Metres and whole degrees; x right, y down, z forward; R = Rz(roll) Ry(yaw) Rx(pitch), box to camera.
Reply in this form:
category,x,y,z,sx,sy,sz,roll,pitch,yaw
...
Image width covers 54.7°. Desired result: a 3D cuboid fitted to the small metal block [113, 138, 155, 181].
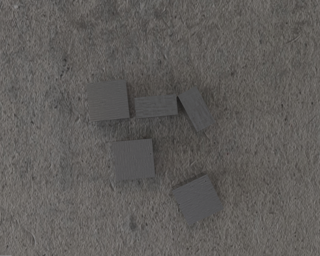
category,x,y,z,sx,sy,sz,roll,pitch,yaw
small metal block,-0.033,0.040,0.410,0.050,0.025,0.050,-5,90,0

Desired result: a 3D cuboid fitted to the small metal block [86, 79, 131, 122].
category,x,y,z,sx,sy,sz,roll,pitch,yaw
small metal block,-0.067,-0.035,0.409,0.050,0.025,0.050,-6,90,0

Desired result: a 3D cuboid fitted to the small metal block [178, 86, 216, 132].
category,x,y,z,sx,sy,sz,roll,pitch,yaw
small metal block,0.044,-0.023,0.398,0.025,0.050,0.050,-28,90,0

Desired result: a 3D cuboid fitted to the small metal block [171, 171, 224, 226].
category,x,y,z,sx,sy,sz,roll,pitch,yaw
small metal block,0.049,0.092,0.410,0.050,0.025,0.050,-26,90,0

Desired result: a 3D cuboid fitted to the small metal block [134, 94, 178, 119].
category,x,y,z,sx,sy,sz,roll,pitch,yaw
small metal block,-0.005,-0.027,0.397,0.050,0.050,0.025,-5,90,0
